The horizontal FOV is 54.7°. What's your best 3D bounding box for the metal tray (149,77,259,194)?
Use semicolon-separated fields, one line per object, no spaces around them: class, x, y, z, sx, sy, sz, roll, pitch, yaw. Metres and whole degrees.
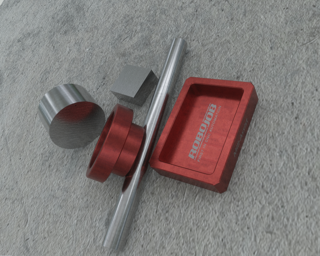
metal tray;0.053;0.003;0.370;0.090;0.030;0.130;12;68;33

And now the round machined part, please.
round machined part;-0.053;0.022;0.385;0.097;0.042;0.098;-59;16;29

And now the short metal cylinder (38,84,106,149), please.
short metal cylinder;-0.126;-0.017;0.445;0.080;0.080;0.050;-43;51;-1

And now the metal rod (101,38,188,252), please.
metal rod;-0.012;0.004;0.407;0.025;0.025;0.300;4;63;30

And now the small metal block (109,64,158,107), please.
small metal block;-0.039;-0.065;0.464;0.050;0.025;0.050;20;72;35
